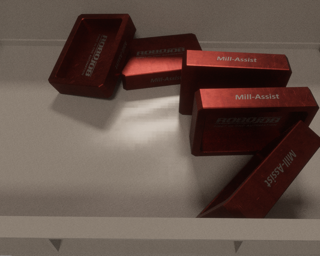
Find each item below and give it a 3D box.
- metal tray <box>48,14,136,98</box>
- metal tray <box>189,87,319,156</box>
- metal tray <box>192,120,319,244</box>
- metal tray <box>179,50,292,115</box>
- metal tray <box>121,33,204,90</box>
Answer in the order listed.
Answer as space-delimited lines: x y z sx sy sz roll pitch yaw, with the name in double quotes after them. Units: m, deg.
-0.098 -0.110 0.458 0.090 0.030 0.130 7 66 20 "metal tray"
0.104 -0.005 0.368 0.131 0.089 0.030 -1 50 -2 "metal tray"
0.098 0.055 0.314 0.131 0.090 0.030 -38 78 -28 "metal tray"
0.093 -0.055 0.410 0.131 0.089 0.030 3 50 2 "metal tray"
0.002 -0.108 0.492 0.131 0.030 0.090 -8 51 -7 "metal tray"
